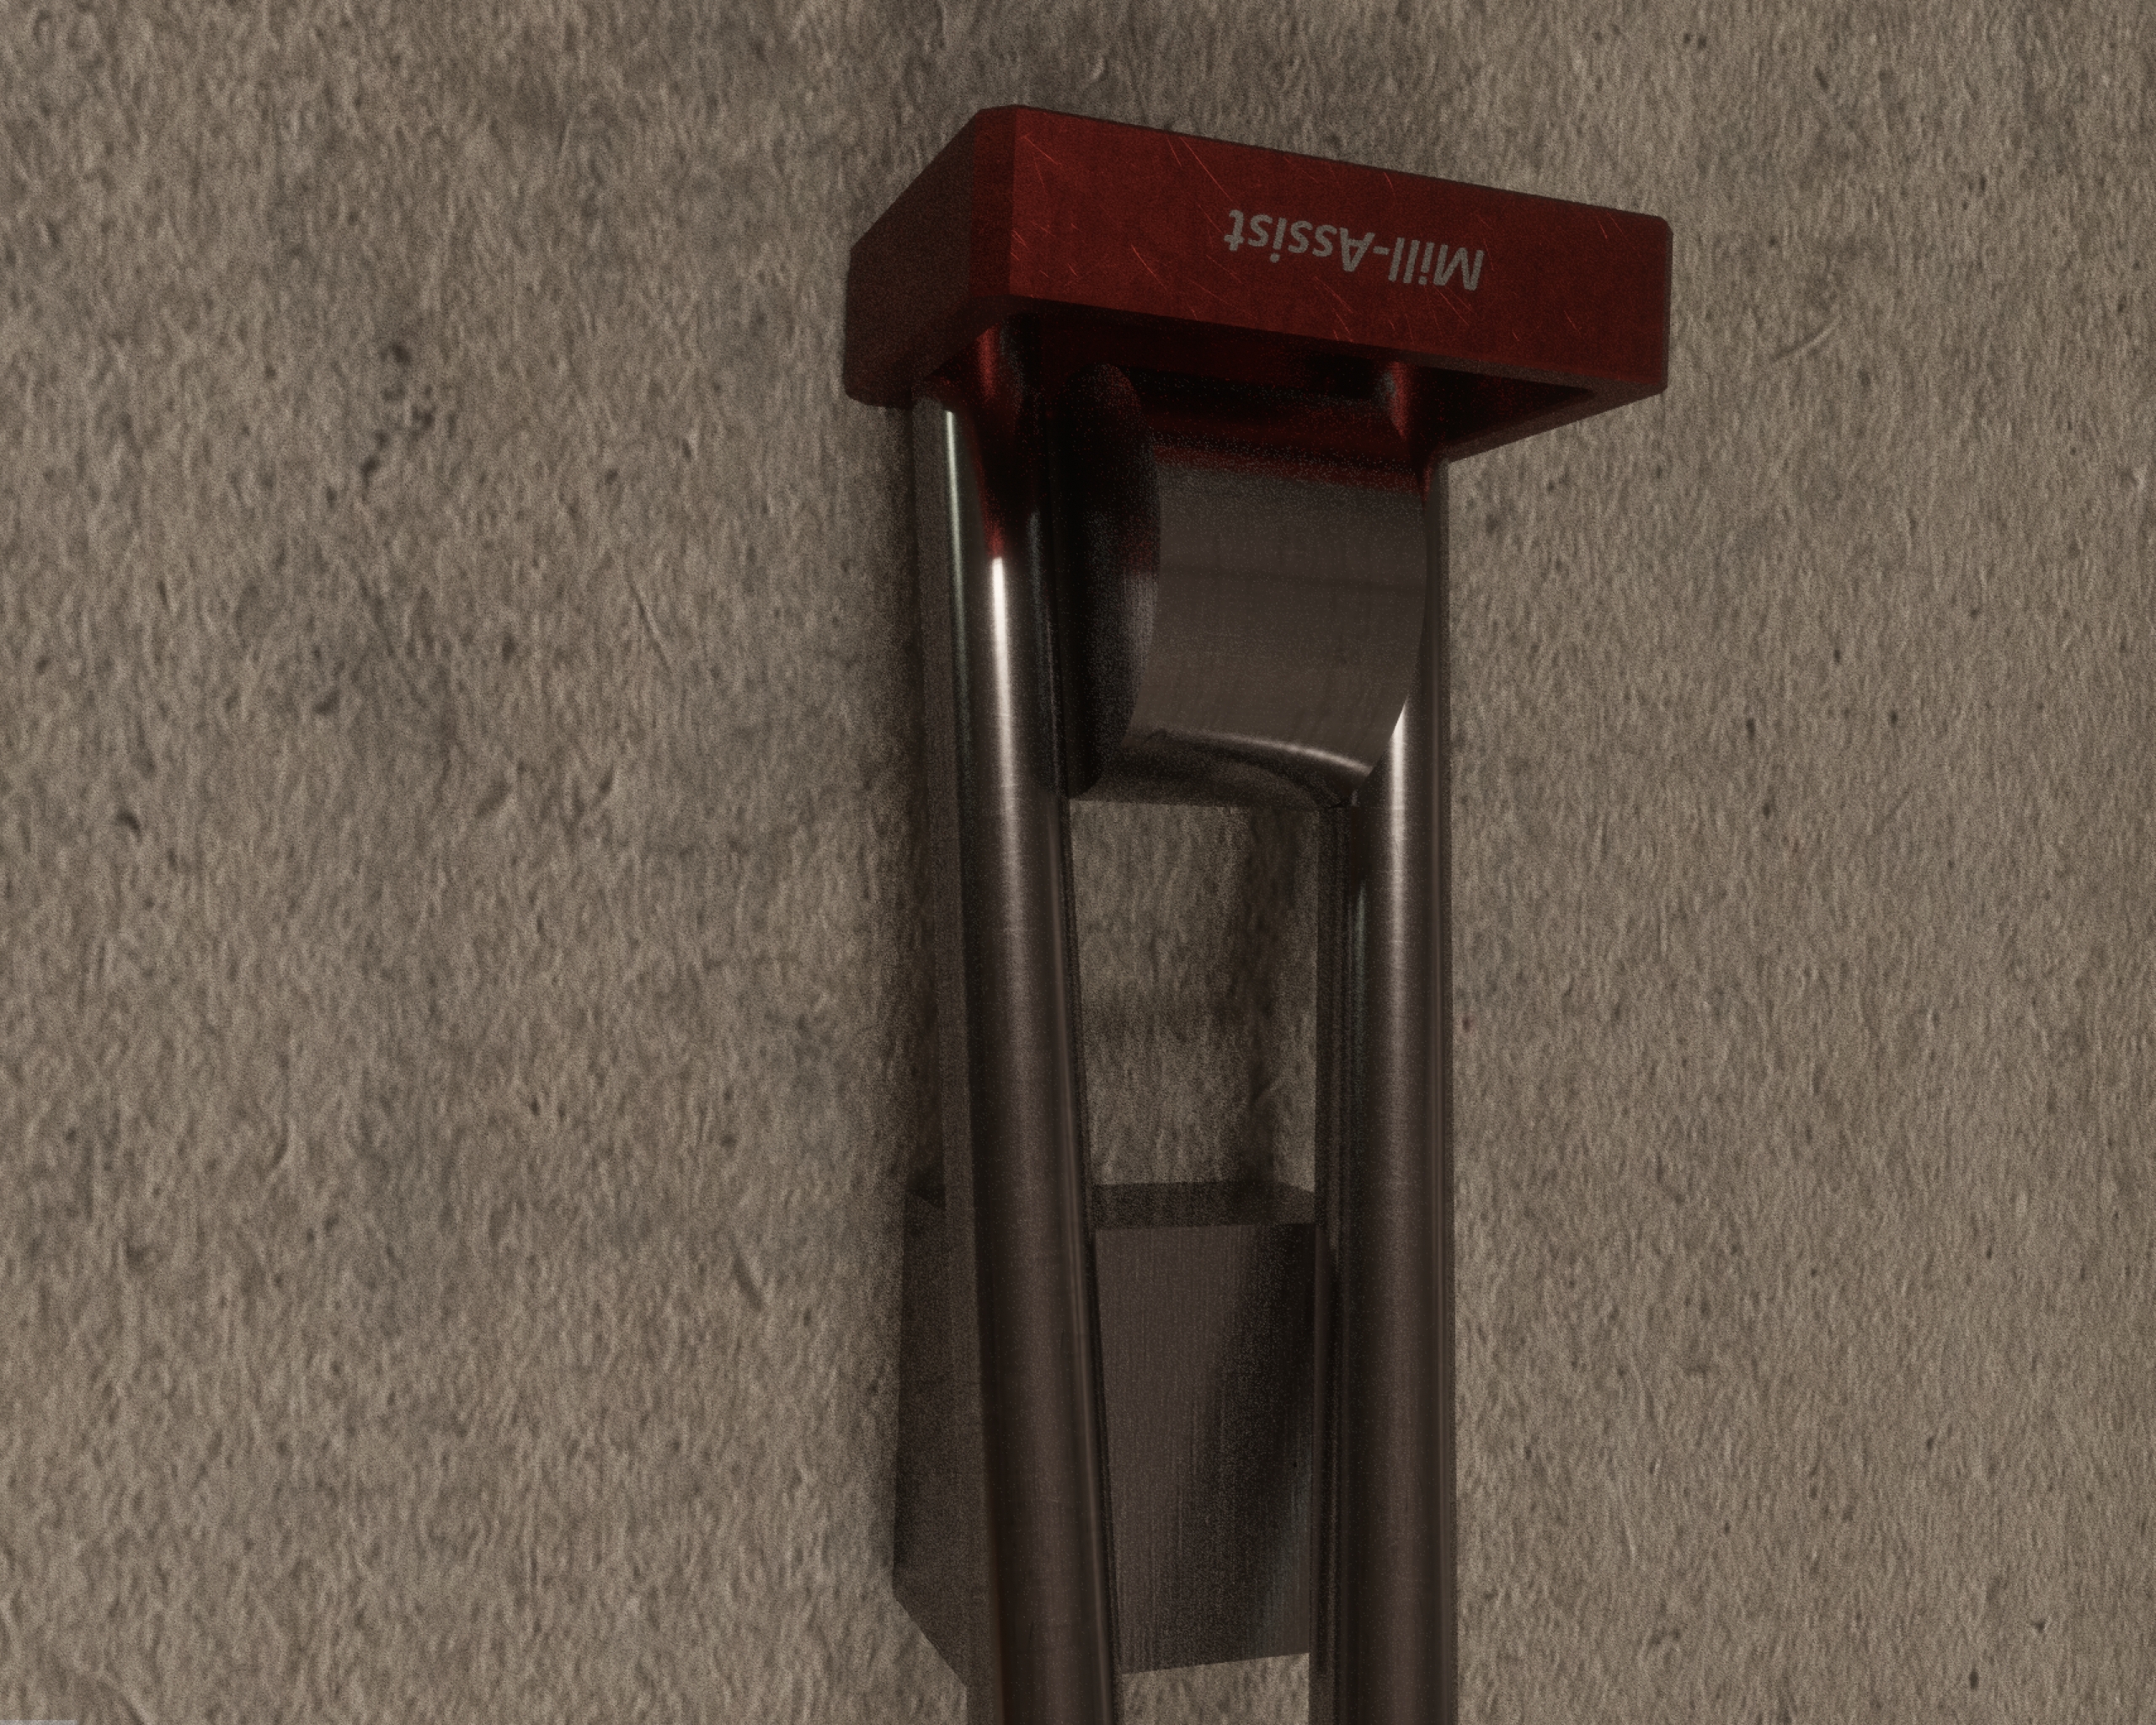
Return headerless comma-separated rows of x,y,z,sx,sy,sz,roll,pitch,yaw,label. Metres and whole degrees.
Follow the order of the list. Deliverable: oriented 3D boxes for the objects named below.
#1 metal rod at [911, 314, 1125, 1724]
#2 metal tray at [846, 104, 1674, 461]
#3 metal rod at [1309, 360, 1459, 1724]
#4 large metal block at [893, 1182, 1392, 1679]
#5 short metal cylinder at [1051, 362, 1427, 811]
-0.011,0.042,0.359,0.025,0.025,0.299,2,74,-20,metal rod
0.031,-0.102,0.388,0.131,0.090,0.030,2,90,-20,metal tray
0.056,0.046,0.383,0.025,0.025,0.299,9,72,-20,metal rod
0.011,0.105,0.400,0.081,0.050,0.079,2,90,-20,large metal block
0.023,-0.050,0.391,0.050,0.080,0.079,2,90,-21,short metal cylinder
